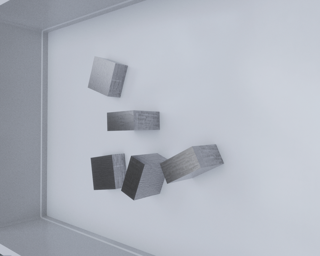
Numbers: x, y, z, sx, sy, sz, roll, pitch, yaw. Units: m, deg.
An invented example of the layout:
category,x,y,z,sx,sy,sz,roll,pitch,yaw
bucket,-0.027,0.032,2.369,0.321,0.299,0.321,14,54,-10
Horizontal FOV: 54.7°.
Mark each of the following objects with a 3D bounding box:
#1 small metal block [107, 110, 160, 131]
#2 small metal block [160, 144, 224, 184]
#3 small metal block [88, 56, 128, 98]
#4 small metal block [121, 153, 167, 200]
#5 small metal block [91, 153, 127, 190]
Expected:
category,x,y,z,sx,sy,sz,roll,pitch,yaw
small metal block,-0.036,-0.009,0.420,0.050,0.050,0.025,-2,89,40
small metal block,0.037,0.041,0.360,0.050,0.050,0.025,-32,70,35
small metal block,-0.080,-0.078,0.474,0.050,0.025,0.050,25,106,37
small metal block,-0.018,0.062,0.406,0.025,0.050,0.050,27,107,37
small metal block,-0.077,0.067,0.471,0.050,0.025,0.050,-12,83,39
